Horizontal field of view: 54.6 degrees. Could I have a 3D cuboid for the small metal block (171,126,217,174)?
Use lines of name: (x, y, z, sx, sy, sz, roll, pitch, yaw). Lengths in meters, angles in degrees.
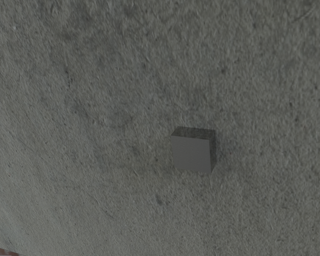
small metal block: (0.044, 0.028, 0.401, 0.050, 0.025, 0.050, 6, 121, 25)
